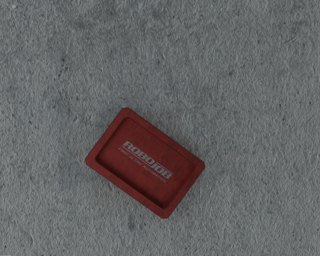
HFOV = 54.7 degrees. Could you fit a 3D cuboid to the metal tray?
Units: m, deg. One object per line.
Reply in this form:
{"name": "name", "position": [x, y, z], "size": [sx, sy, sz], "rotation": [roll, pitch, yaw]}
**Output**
{"name": "metal tray", "position": [-0.019, 0.045, 0.408], "size": [0.130, 0.030, 0.090], "rotation": [36, 90, -1]}
